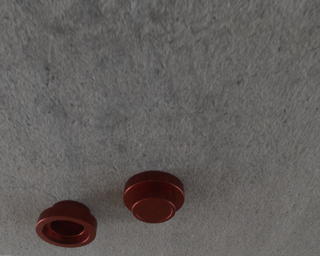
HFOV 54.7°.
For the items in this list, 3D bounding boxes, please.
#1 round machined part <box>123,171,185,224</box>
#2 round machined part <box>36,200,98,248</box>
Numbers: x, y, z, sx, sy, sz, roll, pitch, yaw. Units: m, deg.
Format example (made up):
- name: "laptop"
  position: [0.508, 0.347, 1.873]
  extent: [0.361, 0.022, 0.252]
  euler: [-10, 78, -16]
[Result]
- name: "round machined part"
  position: [-0.010, 0.116, 0.495]
  extent: [0.099, 0.042, 0.097]
  euler: [-1, 130, 0]
- name: "round machined part"
  position: [-0.156, 0.161, 0.531]
  extent: [0.099, 0.042, 0.097]
  euler: [-1, 130, 0]
